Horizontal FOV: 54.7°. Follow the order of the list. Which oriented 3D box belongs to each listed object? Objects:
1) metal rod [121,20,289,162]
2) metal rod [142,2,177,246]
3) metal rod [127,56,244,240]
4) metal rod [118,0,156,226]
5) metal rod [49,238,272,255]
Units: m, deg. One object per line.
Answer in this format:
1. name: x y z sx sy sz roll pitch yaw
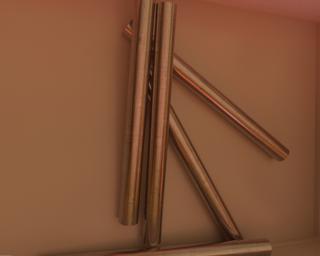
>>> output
1. metal rod: 0.074 -0.045 0.437 0.301 0.025 0.025 37 78 -17
2. metal rod: -0.002 0.001 0.388 0.025 0.025 0.298 1 98 -20
3. metal rod: 0.040 0.040 0.425 0.025 0.025 0.299 -32 101 -17
4. metal rod: -0.028 -0.028 0.380 0.025 0.025 0.298 2 97 -20
5. metal rod: 0.003 0.165 0.396 0.302 0.025 0.025 1 90 -15
